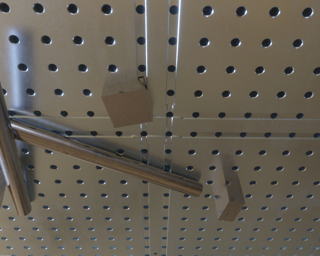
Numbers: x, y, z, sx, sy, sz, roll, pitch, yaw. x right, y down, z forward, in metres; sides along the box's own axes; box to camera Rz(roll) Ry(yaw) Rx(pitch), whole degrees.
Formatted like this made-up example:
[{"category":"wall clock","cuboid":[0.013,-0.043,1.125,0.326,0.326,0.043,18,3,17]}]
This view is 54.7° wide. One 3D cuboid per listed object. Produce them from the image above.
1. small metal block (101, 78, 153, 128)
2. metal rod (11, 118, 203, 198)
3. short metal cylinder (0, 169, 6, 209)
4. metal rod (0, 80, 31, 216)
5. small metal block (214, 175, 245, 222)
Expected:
[{"category":"small metal block","cuboid":[-0.039,-0.030,0.385,0.050,0.025,0.050,-10,130,8]},{"category":"metal rod","cuboid":[-0.073,0.048,0.451,0.302,0.025,0.025,21,127,-17]},{"category":"short metal cylinder","cuboid":[-0.273,0.095,0.454,0.080,0.080,0.050,19,128,-16]},{"category":"metal rod","cuboid":[-0.203,0.042,0.418,0.025,0.025,0.298,8,138,-7]},{"category":"small metal block","cuboid":[0.109,0.112,0.492,0.025,0.050,0.050,10,130,-8]}]
